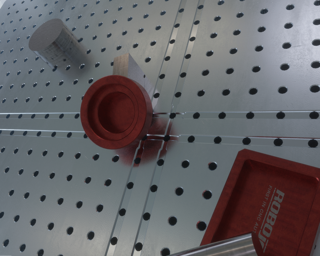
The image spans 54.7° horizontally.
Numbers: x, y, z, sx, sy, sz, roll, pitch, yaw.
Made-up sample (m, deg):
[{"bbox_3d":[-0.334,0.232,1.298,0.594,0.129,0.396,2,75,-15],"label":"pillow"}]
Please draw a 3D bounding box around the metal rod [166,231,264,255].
[{"bbox_3d":[-0.045,0.157,0.310,0.300,0.025,0.025,-25,53,22],"label":"metal rod"}]

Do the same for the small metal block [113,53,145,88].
[{"bbox_3d":[-0.046,-0.074,0.462,0.025,0.050,0.050,-15,55,20],"label":"small metal block"}]

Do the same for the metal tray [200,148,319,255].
[{"bbox_3d":[0.099,0.092,0.296,0.090,0.030,0.130,15,69,34],"label":"metal tray"}]

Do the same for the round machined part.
[{"bbox_3d":[-0.055,-0.020,0.422,0.098,0.042,0.097,0,89,21],"label":"round machined part"}]

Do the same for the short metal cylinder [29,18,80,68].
[{"bbox_3d":[-0.204,-0.164,0.600,0.080,0.050,0.080,-13,56,21],"label":"short metal cylinder"}]
